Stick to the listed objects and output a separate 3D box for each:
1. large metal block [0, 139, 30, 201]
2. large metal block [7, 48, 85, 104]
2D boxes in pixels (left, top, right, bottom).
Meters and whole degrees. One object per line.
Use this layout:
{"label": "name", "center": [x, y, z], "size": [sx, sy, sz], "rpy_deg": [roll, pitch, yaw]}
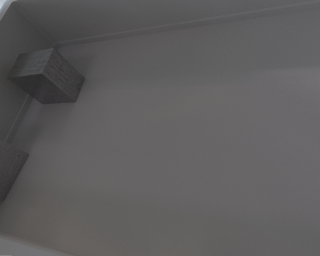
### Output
{"label": "large metal block", "center": [-0.266, 0.057, 0.475], "size": [0.050, 0.080, 0.080], "rpy_deg": [8, 66, 32]}
{"label": "large metal block", "center": [-0.189, -0.084, 0.522], "size": [0.080, 0.080, 0.050], "rpy_deg": [-1, 62, 28]}
